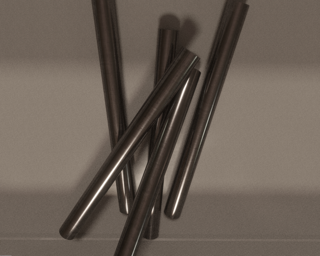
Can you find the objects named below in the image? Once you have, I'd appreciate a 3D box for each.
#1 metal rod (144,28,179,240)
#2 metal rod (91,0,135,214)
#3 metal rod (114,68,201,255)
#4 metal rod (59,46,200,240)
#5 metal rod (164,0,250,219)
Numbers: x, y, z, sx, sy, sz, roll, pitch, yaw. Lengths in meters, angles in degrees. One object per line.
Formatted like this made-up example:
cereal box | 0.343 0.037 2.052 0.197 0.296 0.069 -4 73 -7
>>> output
metal rod | -0.002 0.022 0.419 0.025 0.025 0.298 4 110 -2
metal rod | -0.057 -0.021 0.402 0.025 0.025 0.298 -4 110 1
metal rod | -0.011 0.068 0.375 0.025 0.025 0.299 21 85 -8
metal rod | -0.047 0.031 0.394 0.025 0.025 0.299 32 107 -12
metal rod | 0.055 -0.009 0.408 0.025 0.025 0.298 13 109 -5
